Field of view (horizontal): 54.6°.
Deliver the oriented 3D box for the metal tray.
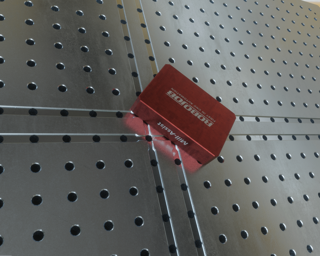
[{"bbox_3d":[0.037,-0.021,0.437,0.130,0.030,0.090,37,51,-4],"label":"metal tray"}]
